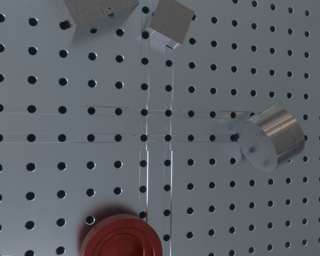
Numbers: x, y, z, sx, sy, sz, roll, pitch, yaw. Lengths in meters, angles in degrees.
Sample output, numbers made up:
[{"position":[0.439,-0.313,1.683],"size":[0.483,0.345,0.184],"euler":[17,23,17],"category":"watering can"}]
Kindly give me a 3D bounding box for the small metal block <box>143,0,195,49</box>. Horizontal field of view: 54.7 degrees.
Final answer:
[{"position":[0.012,-0.142,0.417],"size":[0.050,0.025,0.050],"euler":[23,82,-19],"category":"small metal block"}]

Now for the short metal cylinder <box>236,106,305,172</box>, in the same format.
[{"position":[0.155,0.015,0.440],"size":[0.050,0.080,0.080],"euler":[-27,99,-18],"category":"short metal cylinder"}]

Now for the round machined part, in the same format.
[{"position":[-0.050,0.156,0.385],"size":[0.099,0.042,0.097],"euler":[0,90,-20],"category":"round machined part"}]

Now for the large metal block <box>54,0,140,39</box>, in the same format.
[{"position":[-0.083,-0.164,0.368],"size":[0.081,0.050,0.080],"euler":[-28,100,-18],"category":"large metal block"}]
